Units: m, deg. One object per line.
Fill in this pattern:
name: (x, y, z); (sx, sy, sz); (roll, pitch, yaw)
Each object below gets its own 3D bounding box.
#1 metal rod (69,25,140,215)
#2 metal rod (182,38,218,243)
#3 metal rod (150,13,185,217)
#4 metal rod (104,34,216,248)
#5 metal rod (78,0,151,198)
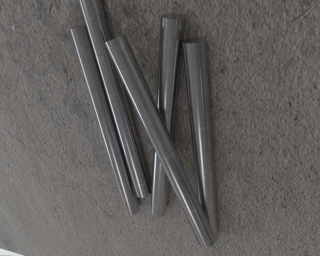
metal rod: (-0.072, 0.006, 0.448); (0.025, 0.025, 0.298); (3, 120, 27)
metal rod: (0.056, 0.037, 0.399); (0.025, 0.025, 0.298); (6, 121, 25)
metal rod: (0.005, 0.007, 0.407); (0.025, 0.025, 0.298); (16, 125, 19)
metal rod: (0.009, 0.031, 0.387); (0.025, 0.025, 0.299); (-11, 113, 33)
metal rod: (-0.054, -0.030, 0.416); (0.025, 0.025, 0.298); (2, 119, 27)
